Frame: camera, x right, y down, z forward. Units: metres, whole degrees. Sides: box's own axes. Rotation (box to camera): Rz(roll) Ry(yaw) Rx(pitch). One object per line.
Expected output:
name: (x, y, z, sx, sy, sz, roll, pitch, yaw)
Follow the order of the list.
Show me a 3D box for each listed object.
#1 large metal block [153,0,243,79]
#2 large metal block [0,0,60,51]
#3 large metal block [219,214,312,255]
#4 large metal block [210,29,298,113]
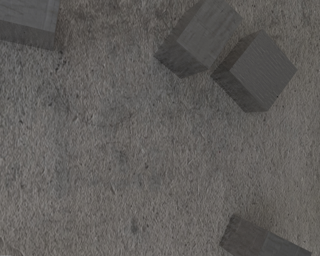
large metal block: (0.046, -0.115, 0.396, 0.050, 0.080, 0.080, 38, 78, -16)
large metal block: (-0.149, -0.123, 0.324, 0.081, 0.080, 0.050, 9, 87, -20)
large metal block: (0.145, 0.169, 0.433, 0.080, 0.080, 0.050, 29, 81, -18)
large metal block: (0.135, -0.079, 0.445, 0.080, 0.050, 0.080, 43, 77, -15)
